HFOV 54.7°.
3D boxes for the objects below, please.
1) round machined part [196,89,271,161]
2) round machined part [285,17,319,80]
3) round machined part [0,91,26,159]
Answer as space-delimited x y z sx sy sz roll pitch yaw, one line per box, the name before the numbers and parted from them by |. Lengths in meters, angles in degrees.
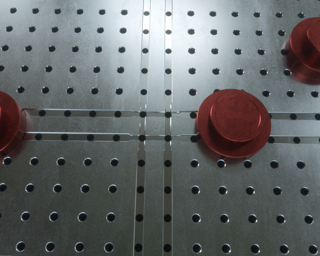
round machined part | 0.098 -0.008 0.407 0.099 0.042 0.098 0 70 -1
round machined part | 0.240 -0.123 0.451 0.099 0.042 0.098 0 70 -1
round machined part | -0.232 -0.007 0.402 0.099 0.042 0.098 0 70 -1
